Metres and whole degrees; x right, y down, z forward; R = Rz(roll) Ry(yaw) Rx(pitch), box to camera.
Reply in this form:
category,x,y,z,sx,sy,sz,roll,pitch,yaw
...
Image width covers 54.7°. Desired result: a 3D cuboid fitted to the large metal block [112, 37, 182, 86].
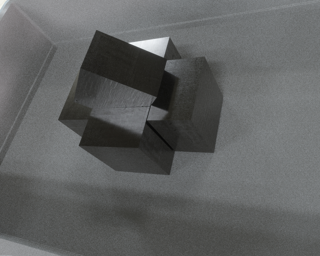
category,x,y,z,sx,sy,sz,roll,pitch,yaw
large metal block,-0.012,-0.072,0.420,0.080,0.080,0.050,0,62,28

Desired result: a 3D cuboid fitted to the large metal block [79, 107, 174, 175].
category,x,y,z,sx,sy,sz,roll,pitch,yaw
large metal block,-0.035,0.017,0.377,0.080,0.080,0.050,0,62,28

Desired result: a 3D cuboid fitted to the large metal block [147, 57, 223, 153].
category,x,y,z,sx,sy,sz,roll,pitch,yaw
large metal block,0.034,-0.024,0.364,0.050,0.080,0.080,0,62,28

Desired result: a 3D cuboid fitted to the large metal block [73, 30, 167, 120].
category,x,y,z,sx,sy,sz,roll,pitch,yaw
large metal block,-0.048,-0.053,0.354,0.080,0.080,0.050,20,65,-13

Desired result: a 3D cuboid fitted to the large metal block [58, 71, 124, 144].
category,x,y,z,sx,sy,sz,roll,pitch,yaw
large metal block,-0.081,-0.027,0.429,0.050,0.080,0.080,0,62,28
